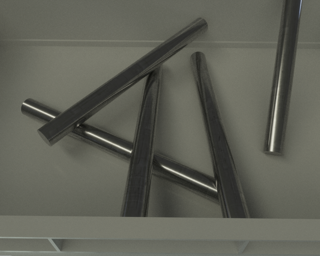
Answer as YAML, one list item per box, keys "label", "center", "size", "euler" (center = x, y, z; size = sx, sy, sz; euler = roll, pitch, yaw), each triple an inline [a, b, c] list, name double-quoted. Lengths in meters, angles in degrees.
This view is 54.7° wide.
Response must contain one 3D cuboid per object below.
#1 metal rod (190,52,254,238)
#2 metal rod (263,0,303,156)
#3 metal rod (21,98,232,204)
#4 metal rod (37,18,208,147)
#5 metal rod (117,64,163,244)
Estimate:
- label: "metal rod"
  center: [0.067, -0.009, 0.392]
  size: [0.025, 0.025, 0.300]
  euler: [-2, 44, -2]
- label: "metal rod"
  center: [0.170, -0.111, 0.414]
  size: [0.025, 0.025, 0.299]
  euler: [10, 78, 8]
- label: "metal rod"
  center: [-0.049, 0.025, 0.383]
  size: [0.301, 0.025, 0.025]
  euler: [22, 54, 17]
- label: "metal rod"
  center: [-0.034, -0.077, 0.429]
  size: [0.025, 0.025, 0.301]
  euler: [35, 60, 25]
- label: "metal rod"
  center: [-0.016, -0.005, 0.381]
  size: [0.025, 0.025, 0.300]
  euler: [3, 42, 2]
